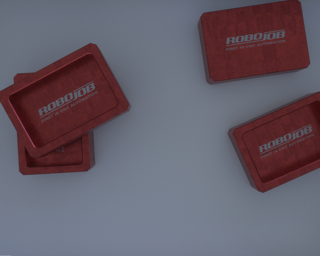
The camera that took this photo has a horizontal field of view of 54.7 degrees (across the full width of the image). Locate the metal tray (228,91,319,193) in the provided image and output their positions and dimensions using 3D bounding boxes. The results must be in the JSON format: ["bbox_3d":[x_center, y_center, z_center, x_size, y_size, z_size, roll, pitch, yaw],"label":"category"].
[{"bbox_3d":[0.169,0.018,0.411,0.131,0.030,0.090,-24,90,-1],"label":"metal tray"}]

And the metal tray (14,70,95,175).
[{"bbox_3d":[-0.137,-0.007,0.407,0.091,0.030,0.129,-3,90,-1],"label":"metal tray"}]

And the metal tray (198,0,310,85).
[{"bbox_3d":[0.122,-0.112,0.411,0.131,0.030,0.089,-9,90,-1],"label":"metal tray"}]

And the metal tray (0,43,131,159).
[{"bbox_3d":[-0.113,-0.032,0.376,0.130,0.030,0.090,-28,90,-1],"label":"metal tray"}]
